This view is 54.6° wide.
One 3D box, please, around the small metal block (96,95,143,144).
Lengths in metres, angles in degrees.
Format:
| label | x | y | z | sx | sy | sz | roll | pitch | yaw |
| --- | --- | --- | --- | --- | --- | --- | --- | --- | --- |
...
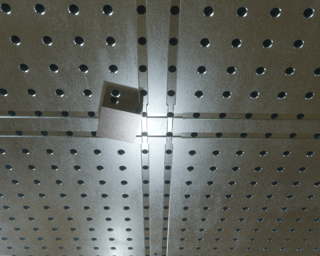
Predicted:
| label | x | y | z | sx | sy | sz | roll | pitch | yaw |
| --- | --- | --- | --- | --- | --- | --- | --- | --- | --- |
| small metal block | -0.053 | -0.011 | 0.402 | 0.050 | 0.025 | 0.050 | 12 | 129 | -10 |
